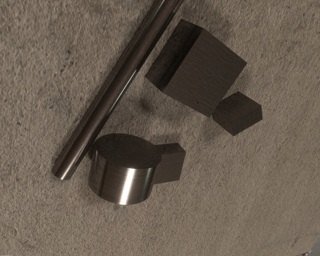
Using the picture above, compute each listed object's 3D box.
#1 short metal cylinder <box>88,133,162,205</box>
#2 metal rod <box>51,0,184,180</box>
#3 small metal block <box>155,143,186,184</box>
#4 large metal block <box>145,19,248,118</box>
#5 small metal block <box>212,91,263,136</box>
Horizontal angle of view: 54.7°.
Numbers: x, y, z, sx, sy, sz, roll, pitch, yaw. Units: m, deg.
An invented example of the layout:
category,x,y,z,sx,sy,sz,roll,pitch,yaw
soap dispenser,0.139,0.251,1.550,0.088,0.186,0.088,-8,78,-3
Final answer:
category,x,y,z,sx,sy,sz,roll,pitch,yaw
short metal cylinder,-0.043,0.048,0.378,0.081,0.080,0.050,2,118,-30
metal rod,-0.037,-0.065,0.346,0.025,0.025,0.299,26,104,-37
small metal block,0.005,0.051,0.443,0.050,0.025,0.050,-4,120,-27
large metal block,0.043,-0.070,0.373,0.080,0.050,0.080,24,105,-37
small metal block,0.108,-0.021,0.439,0.050,0.050,0.025,-29,129,-10
